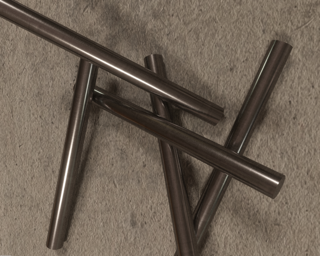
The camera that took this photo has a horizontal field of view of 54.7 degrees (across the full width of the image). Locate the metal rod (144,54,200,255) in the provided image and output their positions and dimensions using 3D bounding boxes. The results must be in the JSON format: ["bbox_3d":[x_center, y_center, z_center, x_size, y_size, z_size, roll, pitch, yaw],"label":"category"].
[{"bbox_3d":[0.016,0.052,0.385,0.025,0.025,0.298,-14,79,19],"label":"metal rod"}]

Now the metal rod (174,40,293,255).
[{"bbox_3d":[0.084,0.039,0.378,0.025,0.025,0.298,25,98,18],"label":"metal rod"}]

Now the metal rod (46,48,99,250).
[{"bbox_3d":[-0.121,0.034,0.427,0.025,0.025,0.298,19,105,18],"label":"metal rod"}]

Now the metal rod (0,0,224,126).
[{"bbox_3d":[-0.061,-0.080,0.370,0.301,0.025,0.025,27,100,-5],"label":"metal rod"}]

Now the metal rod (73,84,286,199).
[{"bbox_3d":[-0.002,-0.002,0.369,0.300,0.025,0.025,27,99,32],"label":"metal rod"}]
